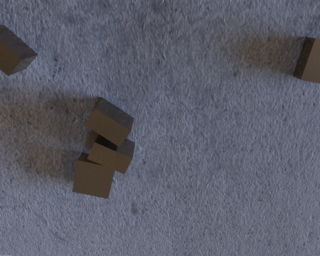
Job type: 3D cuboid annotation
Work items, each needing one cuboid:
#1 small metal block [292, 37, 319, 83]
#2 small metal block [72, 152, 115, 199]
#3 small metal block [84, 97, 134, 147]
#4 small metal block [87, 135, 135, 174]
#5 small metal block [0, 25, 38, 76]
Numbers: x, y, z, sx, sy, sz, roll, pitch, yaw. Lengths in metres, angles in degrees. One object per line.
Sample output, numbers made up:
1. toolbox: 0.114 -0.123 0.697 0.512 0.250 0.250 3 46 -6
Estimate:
1. small metal block: 0.201 -0.082 0.383 0.050 0.025 0.050 10 110 -4
2. small metal block: -0.091 0.067 0.433 0.050 0.025 0.050 13 110 -5
3. small metal block: -0.063 -0.009 0.392 0.050 0.050 0.025 34 106 -12
4. small metal block: -0.062 0.029 0.406 0.050 0.050 0.025 24 108 -9
5. small metal block: -0.179 -0.091 0.360 0.050 0.050 0.025 42 105 -14
